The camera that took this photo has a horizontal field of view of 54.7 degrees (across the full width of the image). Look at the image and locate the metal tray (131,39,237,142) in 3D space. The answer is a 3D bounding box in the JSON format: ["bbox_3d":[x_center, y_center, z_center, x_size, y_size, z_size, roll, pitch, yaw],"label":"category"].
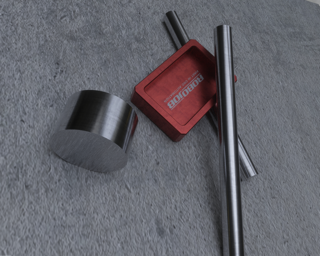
[{"bbox_3d":[0.035,-0.055,0.432,0.090,0.030,0.131,43,64,4],"label":"metal tray"}]

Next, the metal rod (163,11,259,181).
[{"bbox_3d":[0.071,-0.061,0.479,0.025,0.025,0.299,-10,67,-32],"label":"metal rod"}]

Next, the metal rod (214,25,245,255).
[{"bbox_3d":[0.087,0.006,0.398,0.025,0.025,0.299,7,74,-25],"label":"metal rod"}]

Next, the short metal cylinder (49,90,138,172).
[{"bbox_3d":[-0.068,0.005,0.329,0.080,0.080,0.050,23,54,-15],"label":"short metal cylinder"}]
